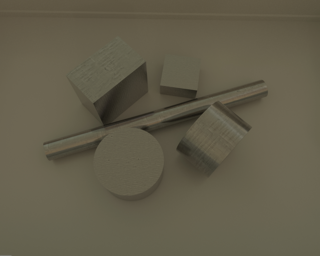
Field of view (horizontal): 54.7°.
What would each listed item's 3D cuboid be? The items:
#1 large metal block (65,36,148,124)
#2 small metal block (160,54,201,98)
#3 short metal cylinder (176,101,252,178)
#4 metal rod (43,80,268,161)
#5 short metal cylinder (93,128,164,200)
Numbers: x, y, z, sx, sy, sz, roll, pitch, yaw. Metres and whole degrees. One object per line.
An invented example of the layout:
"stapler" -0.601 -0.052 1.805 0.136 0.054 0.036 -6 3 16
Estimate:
"large metal block" -0.063 -0.057 0.400 0.080 0.080 0.050 -42 76 -14
"small metal block" 0.029 -0.073 0.435 0.050 0.025 0.050 8 70 2
"short metal cylinder" 0.065 0.014 0.375 0.050 0.080 0.080 41 75 13
"metal rod" 0.000 -0.013 0.413 0.302 0.025 0.025 -16 71 -7
"short metal cylinder" -0.036 0.045 0.377 0.081 0.050 0.080 0 70 0
